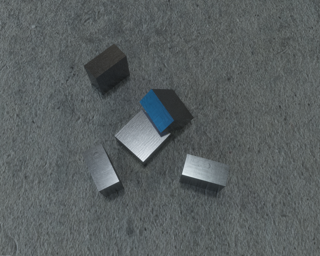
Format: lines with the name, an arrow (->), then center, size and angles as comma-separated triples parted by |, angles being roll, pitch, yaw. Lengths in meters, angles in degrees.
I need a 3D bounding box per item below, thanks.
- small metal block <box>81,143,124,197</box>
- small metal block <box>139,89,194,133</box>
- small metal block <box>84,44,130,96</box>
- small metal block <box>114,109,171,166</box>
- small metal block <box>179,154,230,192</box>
small metal block -> -0.068, 0.052, 0.375 | 0.025, 0.050, 0.050 | -26, 72, -9
small metal block -> 0.009, -0.023, 0.401 | 0.025, 0.050, 0.050 | -44, 71, 29
small metal block -> -0.071, -0.079, 0.423 | 0.050, 0.050, 0.025 | -40, 75, -13
small metal block -> -0.022, 0.013, 0.403 | 0.050, 0.025, 0.050 | 41, 75, 13
small metal block -> 0.052, 0.056, 0.375 | 0.050, 0.050, 0.025 | 15, 71, 5
